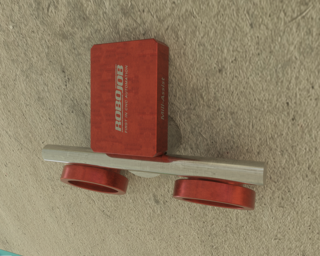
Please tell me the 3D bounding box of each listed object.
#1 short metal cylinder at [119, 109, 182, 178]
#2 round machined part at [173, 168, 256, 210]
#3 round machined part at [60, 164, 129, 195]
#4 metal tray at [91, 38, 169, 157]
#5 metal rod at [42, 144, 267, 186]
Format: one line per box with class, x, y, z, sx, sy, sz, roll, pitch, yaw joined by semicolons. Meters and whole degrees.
short metal cylinder;-0.017;0.019;0.412;0.080;0.050;0.079;13;124;20
round machined part;0.067;0.072;0.383;0.099;0.042;0.098;9;164;3
round machined part;-0.095;0.069;0.467;0.099;0.042;0.098;9;159;4
metal tray;-0.037;-0.034;0.367;0.090;0.030;0.129;2;93;26
metal rod;-0.027;0.041;0.383;0.301;0.025;0.025;2;120;26
